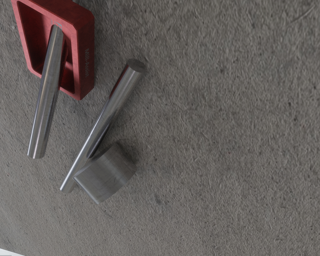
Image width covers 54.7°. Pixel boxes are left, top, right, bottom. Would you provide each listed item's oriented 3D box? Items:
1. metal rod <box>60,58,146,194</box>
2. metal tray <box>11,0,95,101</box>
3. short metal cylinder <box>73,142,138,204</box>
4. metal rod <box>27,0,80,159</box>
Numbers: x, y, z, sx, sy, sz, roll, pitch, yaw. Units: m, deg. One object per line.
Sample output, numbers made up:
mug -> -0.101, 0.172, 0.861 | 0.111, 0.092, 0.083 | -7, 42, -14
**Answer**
metal rod -> -0.099, 0.016, 0.468 | 0.025, 0.025, 0.298 | 39, 129, 2
metal tray -> -0.127, -0.101, 0.382 | 0.090, 0.030, 0.129 | 31, 147, 8
short metal cylinder -> -0.080, 0.065, 0.453 | 0.080, 0.080, 0.050 | -33, 100, 38
metal rod -> -0.132, -0.084, 0.390 | 0.025, 0.025, 0.298 | 28, 118, 10
